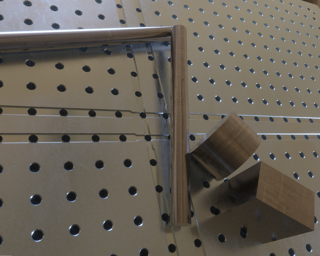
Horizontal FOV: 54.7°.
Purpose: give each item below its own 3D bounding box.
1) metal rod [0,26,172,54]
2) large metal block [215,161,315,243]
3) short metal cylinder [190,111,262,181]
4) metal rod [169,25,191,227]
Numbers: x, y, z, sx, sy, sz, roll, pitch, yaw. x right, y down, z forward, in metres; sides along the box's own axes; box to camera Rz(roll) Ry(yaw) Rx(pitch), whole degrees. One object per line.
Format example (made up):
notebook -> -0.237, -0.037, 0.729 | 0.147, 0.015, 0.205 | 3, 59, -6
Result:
metal rod -> -0.085, -0.129, 0.440 | 0.302, 0.025, 0.025 | -15, 70, -34
large metal block -> 0.128, 0.095, 0.384 | 0.080, 0.080, 0.050 | 30, 52, -9
short metal cylinder -> 0.084, 0.023, 0.404 | 0.050, 0.080, 0.080 | 46, 51, 3
metal rod -> 0.027, -0.022, 0.422 | 0.025, 0.025, 0.299 | 13, 60, -21
